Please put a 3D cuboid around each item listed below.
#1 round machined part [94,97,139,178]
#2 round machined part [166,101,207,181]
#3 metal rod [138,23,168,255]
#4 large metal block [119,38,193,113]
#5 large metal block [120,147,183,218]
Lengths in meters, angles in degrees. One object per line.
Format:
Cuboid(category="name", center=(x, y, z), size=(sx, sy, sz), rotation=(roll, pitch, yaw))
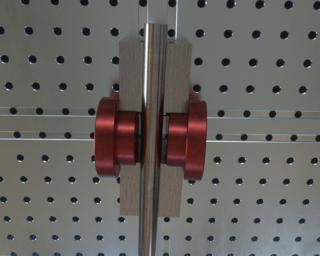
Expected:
Cuboid(category="round machined part", center=(-0.049, 0.011, 0.377), size=(0.042, 0.098, 0.097), rotation=(2, 110, -1))
Cuboid(category="round machined part", center=(0.031, 0.014, 0.380), size=(0.042, 0.098, 0.097), rotation=(3, 110, 4))
Cuboid(category="metal rod", center=(-0.011, 0.032, 0.371), size=(0.025, 0.025, 0.298), rotation=(2, 110, -1))
Cuboid(category="large metal block", center=(-0.006, -0.065, 0.376), size=(0.081, 0.050, 0.079), rotation=(2, 110, -1))
Cuboid(category="large metal block", center=(-0.012, 0.073, 0.426), size=(0.081, 0.050, 0.079), rotation=(3, 110, -1))
